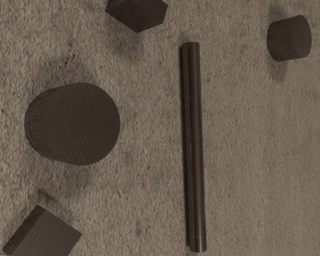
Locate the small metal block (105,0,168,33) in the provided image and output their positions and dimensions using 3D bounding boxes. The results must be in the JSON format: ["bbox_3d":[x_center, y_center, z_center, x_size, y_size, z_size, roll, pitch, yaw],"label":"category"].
[{"bbox_3d":[-0.028,-0.142,0.366,0.050,0.050,0.025,25,75,-38],"label":"small metal block"}]

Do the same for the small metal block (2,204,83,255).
[{"bbox_3d":[-0.116,0.113,0.309,0.050,0.025,0.050,48,61,-30],"label":"small metal block"}]

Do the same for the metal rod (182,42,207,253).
[{"bbox_3d":[0.050,0.029,0.448,0.025,0.025,0.298,-4,93,-40],"label":"metal rod"}]

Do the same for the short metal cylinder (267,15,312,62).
[{"bbox_3d":[0.253,-0.173,0.604,0.081,0.050,0.079,0,90,-40],"label":"short metal cylinder"}]

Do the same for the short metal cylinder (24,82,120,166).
[{"bbox_3d":[-0.088,-0.004,0.316,0.081,0.050,0.079,0,90,-40],"label":"short metal cylinder"}]
